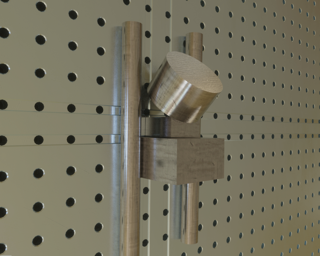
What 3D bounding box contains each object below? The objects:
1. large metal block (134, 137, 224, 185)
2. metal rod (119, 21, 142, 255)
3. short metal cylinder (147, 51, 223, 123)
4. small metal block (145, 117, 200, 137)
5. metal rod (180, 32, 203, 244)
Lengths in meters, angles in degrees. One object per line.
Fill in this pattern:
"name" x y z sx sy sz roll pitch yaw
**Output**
"large metal block" 0.023 0.037 0.390 0.081 0.080 0.050 1 90 -40
"metal rod" -0.036 0.022 0.379 0.025 0.025 0.298 1 90 -40
"short metal cylinder" 0.031 -0.052 0.391 0.080 0.050 0.080 23 35 -17
"small metal block" 0.016 -0.001 0.406 0.050 0.050 0.025 2 89 -41
"metal rod" 0.046 0.014 0.447 0.025 0.025 0.298 3 89 -40
